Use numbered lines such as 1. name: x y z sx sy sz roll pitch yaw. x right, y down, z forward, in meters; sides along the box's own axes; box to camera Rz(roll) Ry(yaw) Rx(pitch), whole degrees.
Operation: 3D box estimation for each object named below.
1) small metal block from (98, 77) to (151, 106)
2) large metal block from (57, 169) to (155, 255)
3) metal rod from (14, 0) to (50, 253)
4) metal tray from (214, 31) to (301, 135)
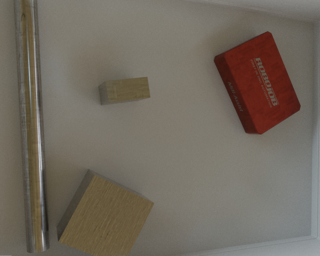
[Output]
1. small metal block: -0.045 -0.045 0.381 0.050 0.050 0.025 -9 94 -20
2. large metal block: -0.066 0.106 0.374 0.080 0.050 0.080 30 80 -18
3. metal rod: -0.147 -0.009 0.356 0.025 0.025 0.298 -3 91 -20
4. metal tray: 0.148 -0.066 0.464 0.091 0.030 0.129 -29 100 -18
